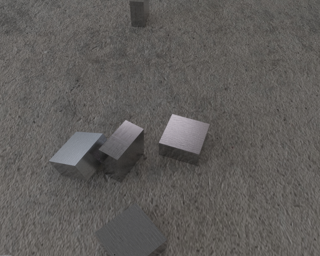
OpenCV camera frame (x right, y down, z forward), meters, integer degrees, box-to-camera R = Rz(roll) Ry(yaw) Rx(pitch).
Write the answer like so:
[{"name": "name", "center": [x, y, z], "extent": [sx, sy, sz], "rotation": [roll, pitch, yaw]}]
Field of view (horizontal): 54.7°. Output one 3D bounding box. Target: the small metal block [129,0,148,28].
[{"name": "small metal block", "center": [-0.037, -0.223, 0.574], "extent": [0.025, 0.050, 0.050], "rotation": [6, 50, 5]}]

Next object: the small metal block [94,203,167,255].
[{"name": "small metal block", "center": [-0.028, 0.112, 0.308], "extent": [0.050, 0.025, 0.050], "rotation": [-32, 57, -24]}]

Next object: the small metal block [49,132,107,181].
[{"name": "small metal block", "center": [-0.092, 0.031, 0.363], "extent": [0.050, 0.025, 0.050], "rotation": [3, 44, 39]}]

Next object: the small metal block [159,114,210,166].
[{"name": "small metal block", "center": [0.031, 0.014, 0.391], "extent": [0.050, 0.025, 0.050], "rotation": [16, 52, 13]}]

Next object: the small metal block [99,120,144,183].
[{"name": "small metal block", "center": [-0.043, 0.028, 0.363], "extent": [0.025, 0.050, 0.050], "rotation": [27, 55, 18]}]
